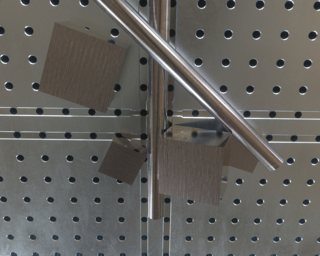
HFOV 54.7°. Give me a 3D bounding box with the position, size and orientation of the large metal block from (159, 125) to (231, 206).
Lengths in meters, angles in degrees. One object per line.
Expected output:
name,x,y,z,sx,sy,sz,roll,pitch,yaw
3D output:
large metal block,0.045,0.046,0.403,0.080,0.050,0.079,8,112,20

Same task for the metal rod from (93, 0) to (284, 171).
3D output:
metal rod,0.042,-0.051,0.367,0.300,0.025,0.025,42,105,-15

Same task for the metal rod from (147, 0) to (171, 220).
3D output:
metal rod,-0.003,-0.011,0.409,0.025,0.025,0.298,1,110,-1

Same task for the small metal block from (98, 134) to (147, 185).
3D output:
small metal block,-0.051,0.044,0.429,0.050,0.025,0.050,24,108,-9

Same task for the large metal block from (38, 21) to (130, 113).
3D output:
large metal block,-0.088,-0.074,0.372,0.080,0.050,0.079,19,109,-7

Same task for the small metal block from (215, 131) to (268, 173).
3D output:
small metal block,0.111,0.028,0.425,0.050,0.025,0.050,18,109,-7
